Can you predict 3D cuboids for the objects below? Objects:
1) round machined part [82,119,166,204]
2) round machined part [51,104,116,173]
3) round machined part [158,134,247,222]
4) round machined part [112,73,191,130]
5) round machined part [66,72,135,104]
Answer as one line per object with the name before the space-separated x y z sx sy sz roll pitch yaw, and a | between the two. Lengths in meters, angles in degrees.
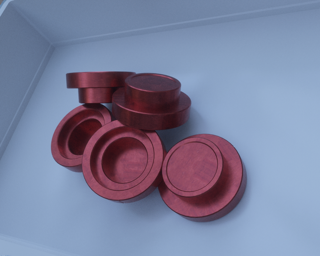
round machined part | -0.039 0.041 0.372 0.098 0.042 0.098 -5 67 12
round machined part | -0.098 0.017 0.431 0.098 0.042 0.098 -13 56 20
round machined part | 0.041 0.049 0.340 0.098 0.042 0.098 -13 56 20
round machined part | -0.010 -0.039 0.385 0.099 0.042 0.098 4 27 -2
round machined part | -0.083 -0.058 0.447 0.098 0.099 0.042 3 99 29
